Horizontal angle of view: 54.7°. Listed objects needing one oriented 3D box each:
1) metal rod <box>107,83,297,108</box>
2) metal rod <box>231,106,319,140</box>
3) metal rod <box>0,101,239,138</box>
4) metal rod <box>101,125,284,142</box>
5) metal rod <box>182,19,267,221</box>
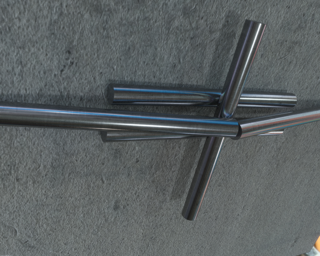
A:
[{"bbox_3d":[0.076,-0.041,0.426,0.303,0.025,0.025,-1,119,-28],"label":"metal rod"},{"bbox_3d":[0.217,-0.016,0.487,0.303,0.025,0.025,-9,123,-36],"label":"metal rod"},{"bbox_3d":[-0.048,-0.008,0.345,0.302,0.025,0.025,3,117,-20],"label":"metal rod"},{"bbox_3d":[0.065,0.002,0.446,0.303,0.025,0.025,-1,119,-28],"label":"metal rod"},{"bbox_3d":[0.079,0.006,0.425,0.025,0.025,0.298,0,119,-29],"label":"metal rod"}]
